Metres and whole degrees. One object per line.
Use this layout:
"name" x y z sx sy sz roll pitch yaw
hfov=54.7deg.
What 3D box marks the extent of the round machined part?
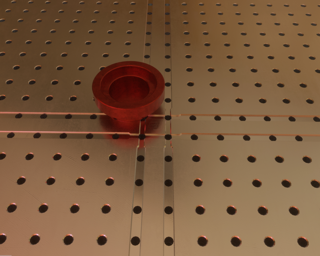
"round machined part" -0.043 -0.047 0.436 0.099 0.042 0.098 0 50 0
